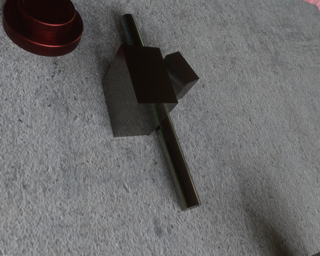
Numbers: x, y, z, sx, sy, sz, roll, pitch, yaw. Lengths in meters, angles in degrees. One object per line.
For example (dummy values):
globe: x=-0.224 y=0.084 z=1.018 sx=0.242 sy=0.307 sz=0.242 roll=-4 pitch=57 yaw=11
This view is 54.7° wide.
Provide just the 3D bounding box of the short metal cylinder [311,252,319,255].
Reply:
short metal cylinder: x=0.198 y=0.188 z=0.363 sx=0.081 sy=0.080 sz=0.050 roll=-24 pitch=75 yaw=-37

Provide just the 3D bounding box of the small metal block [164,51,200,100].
small metal block: x=0.021 y=-0.073 z=0.445 sx=0.025 sy=0.050 sz=0.050 roll=-27 pitch=77 yaw=-37

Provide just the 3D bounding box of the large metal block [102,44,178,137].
large metal block: x=-0.029 y=-0.043 z=0.381 sx=0.050 sy=0.080 sz=0.080 roll=-3 pitch=63 yaw=-30

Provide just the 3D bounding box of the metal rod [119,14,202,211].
metal rod: x=-0.007 y=-0.036 z=0.423 sx=0.025 sy=0.025 sz=0.299 roll=-5 pitch=64 yaw=-31

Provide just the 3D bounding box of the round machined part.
round machined part: x=-0.148 y=-0.144 z=0.402 sx=0.099 sy=0.042 sz=0.098 roll=14 pitch=56 yaw=-21
